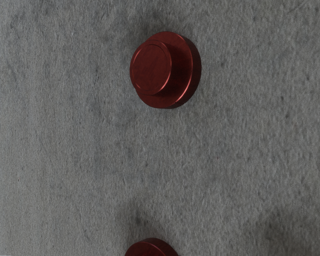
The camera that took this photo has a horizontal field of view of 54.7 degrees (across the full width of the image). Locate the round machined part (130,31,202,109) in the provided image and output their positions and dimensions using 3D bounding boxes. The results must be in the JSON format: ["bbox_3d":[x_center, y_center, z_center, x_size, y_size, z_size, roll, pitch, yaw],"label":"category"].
[{"bbox_3d":[0.000,-0.073,0.392,0.098,0.042,0.097,0,90,39],"label":"round machined part"}]

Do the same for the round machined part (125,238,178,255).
[{"bbox_3d":[-0.016,0.199,0.405,0.098,0.042,0.097,0,90,39],"label":"round machined part"}]
